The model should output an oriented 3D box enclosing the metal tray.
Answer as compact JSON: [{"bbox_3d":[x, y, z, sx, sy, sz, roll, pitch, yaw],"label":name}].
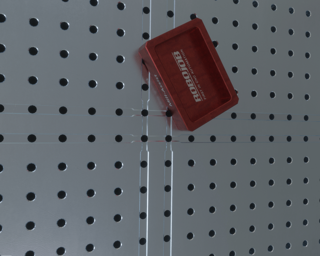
[{"bbox_3d":[0.041,-0.071,0.424,0.090,0.030,0.130,-31,100,-17],"label":"metal tray"}]
